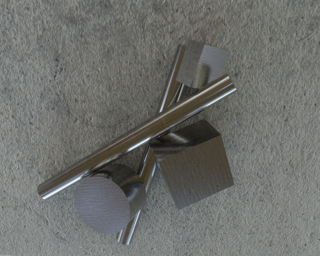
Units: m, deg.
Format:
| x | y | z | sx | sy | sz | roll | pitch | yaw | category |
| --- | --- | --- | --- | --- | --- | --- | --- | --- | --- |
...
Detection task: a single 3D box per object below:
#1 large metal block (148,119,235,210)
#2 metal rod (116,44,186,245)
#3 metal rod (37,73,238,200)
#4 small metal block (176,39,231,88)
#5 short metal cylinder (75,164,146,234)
| x | y | z | sx | sy | sz | roll | pitch | yaw | category |
| --- | --- | --- | --- | --- | --- | --- | --- | --- | --- |
| 0.041 | 0.046 | 0.399 | 0.080 | 0.050 | 0.080 | -23 | 118 | -5 | large metal block |
| -0.010 | 0.035 | 0.423 | 0.025 | 0.025 | 0.298 | 16 | 109 | -6 | metal rod |
| -0.041 | 0.019 | 0.399 | 0.300 | 0.025 | 0.025 | -30 | 108 | 17 | metal rod |
| 0.052 | -0.075 | 0.371 | 0.050 | 0.025 | 0.050 | -1 | 116 | -43 | small metal block |
| -0.066 | 0.094 | 0.418 | 0.080 | 0.050 | 0.079 | 5 | 104 | 19 | short metal cylinder |
